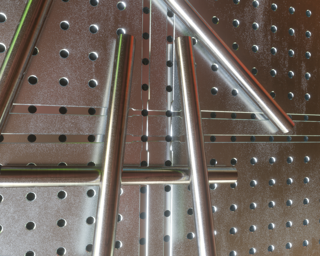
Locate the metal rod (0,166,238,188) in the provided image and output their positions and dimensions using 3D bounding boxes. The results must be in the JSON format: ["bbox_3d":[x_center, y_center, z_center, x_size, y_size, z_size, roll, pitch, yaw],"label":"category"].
[{"bbox_3d":[-0.036,0.061,0.399,0.302,0.025,0.025,3,89,-20],"label":"metal rod"}]

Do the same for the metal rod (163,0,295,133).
[{"bbox_3d":[0.095,-0.102,0.446,0.300,0.025,0.025,44,76,-15],"label":"metal rod"}]

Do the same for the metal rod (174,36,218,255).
[{"bbox_3d":[0.047,0.027,0.407,0.025,0.025,0.299,-3,83,-20],"label":"metal rod"}]

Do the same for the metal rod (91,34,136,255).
[{"bbox_3d":[-0.055,0.032,0.368,0.025,0.025,0.299,9,78,-20],"label":"metal rod"}]

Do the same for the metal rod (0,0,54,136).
[{"bbox_3d":[-0.165,-0.068,0.351,0.025,0.025,0.299,21,83,-19],"label":"metal rod"}]
